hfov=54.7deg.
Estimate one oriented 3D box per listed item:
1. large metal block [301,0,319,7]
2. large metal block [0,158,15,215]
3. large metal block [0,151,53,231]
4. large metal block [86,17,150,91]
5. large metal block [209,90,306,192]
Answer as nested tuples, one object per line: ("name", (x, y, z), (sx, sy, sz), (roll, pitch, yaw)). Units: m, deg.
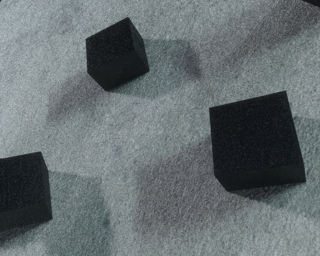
("large metal block", (0.204, -0.203, 0.386), (0.050, 0.080, 0.080), (-42, 51, 0))
("large metal block", (-0.276, 0.094, 0.470), (0.080, 0.050, 0.080), (-22, 54, 18))
("large metal block", (-0.193, 0.085, 0.414), (0.081, 0.050, 0.080), (-11, 52, -14))
("large metal block", (-0.069, -0.117, 0.494), (0.080, 0.050, 0.080), (-22, 54, 14))
("large metal block", (0.100, 0.016, 0.325), (0.080, 0.050, 0.080), (-12, 57, 21))
